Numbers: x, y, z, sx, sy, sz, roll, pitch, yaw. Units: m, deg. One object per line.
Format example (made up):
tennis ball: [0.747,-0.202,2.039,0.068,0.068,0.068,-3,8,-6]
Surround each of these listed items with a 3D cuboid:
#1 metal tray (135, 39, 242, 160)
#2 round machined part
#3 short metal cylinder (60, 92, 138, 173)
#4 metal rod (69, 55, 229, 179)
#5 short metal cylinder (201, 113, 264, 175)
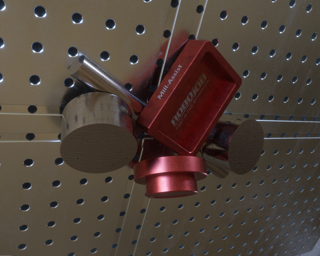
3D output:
metal tray: [0.040,-0.033,0.390,0.090,0.030,0.130,37,84,-39]
round machined part: [0.015,0.069,0.416,0.099,0.042,0.098,-4,161,-1]
short metal cylinder: [-0.068,0.006,0.346,0.081,0.050,0.080,-8,136,-7]
metal rod: [0.008,0.003,0.417,0.025,0.025,0.301,-49,129,6]
short metal cylinder: [0.106,0.022,0.451,0.081,0.050,0.079,-11,108,-37]
